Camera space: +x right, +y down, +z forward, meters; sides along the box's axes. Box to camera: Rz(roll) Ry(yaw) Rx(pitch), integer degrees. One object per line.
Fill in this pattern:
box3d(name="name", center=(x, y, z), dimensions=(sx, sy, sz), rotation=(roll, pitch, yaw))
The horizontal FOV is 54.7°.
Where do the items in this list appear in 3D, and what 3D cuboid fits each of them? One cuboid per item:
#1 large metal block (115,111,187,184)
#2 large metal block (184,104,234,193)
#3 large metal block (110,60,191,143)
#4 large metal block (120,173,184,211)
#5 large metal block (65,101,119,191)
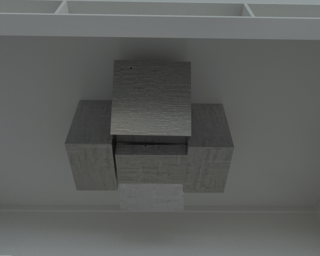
box3d(name="large metal block", center=(-0.010, 0.023, 0.391), dimensions=(0.081, 0.080, 0.050), rotation=(1, 130, -1))
box3d(name="large metal block", center=(0.055, 0.025, 0.393), dimensions=(0.050, 0.080, 0.079), rotation=(1, 130, -1))
box3d(name="large metal block", center=(-0.009, -0.026, 0.341), dimensions=(0.081, 0.080, 0.050), rotation=(1, 168, -1))
box3d(name="large metal block", center=(-0.011, 0.081, 0.431), dimensions=(0.081, 0.080, 0.050), rotation=(0, 88, -2))
box3d(name="large metal block", center=(-0.078, 0.021, 0.389), dimensions=(0.050, 0.080, 0.079), rotation=(0, 130, -1))
